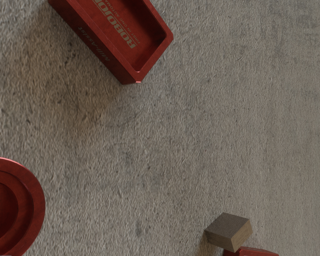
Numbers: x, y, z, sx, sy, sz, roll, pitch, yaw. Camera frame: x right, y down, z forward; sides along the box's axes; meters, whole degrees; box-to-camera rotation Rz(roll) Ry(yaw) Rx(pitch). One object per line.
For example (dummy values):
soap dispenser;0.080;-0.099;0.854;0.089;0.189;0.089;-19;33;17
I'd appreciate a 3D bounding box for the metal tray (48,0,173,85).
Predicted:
metal tray;-0.050;-0.126;0.360;0.130;0.030;0.090;48;61;-30

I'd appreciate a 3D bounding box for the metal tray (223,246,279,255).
metal tray;0.154;0.256;0.534;0.131;0.030;0.090;24;75;-38

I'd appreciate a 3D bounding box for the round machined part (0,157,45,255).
round machined part;-0.155;0.071;0.265;0.099;0.042;0.097;0;90;-40

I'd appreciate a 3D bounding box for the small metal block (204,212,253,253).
small metal block;0.107;0.161;0.481;0.050;0.050;0.025;-29;109;-37
